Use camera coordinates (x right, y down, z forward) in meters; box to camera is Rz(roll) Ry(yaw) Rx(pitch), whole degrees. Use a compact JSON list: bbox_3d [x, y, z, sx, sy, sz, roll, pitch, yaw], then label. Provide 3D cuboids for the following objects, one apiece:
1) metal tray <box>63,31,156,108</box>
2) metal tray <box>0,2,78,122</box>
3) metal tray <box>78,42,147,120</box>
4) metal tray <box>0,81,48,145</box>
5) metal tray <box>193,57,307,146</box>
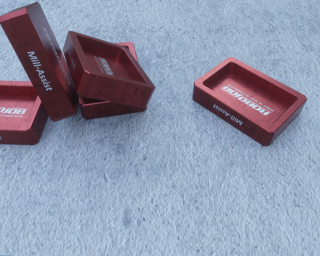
[{"bbox_3d":[-0.071,-0.079,0.407,0.091,0.030,0.130,9,31,-32],"label":"metal tray"},{"bbox_3d":[-0.142,-0.083,0.385,0.030,0.129,0.090,-20,29,-2],"label":"metal tray"},{"bbox_3d":[-0.075,-0.075,0.461,0.091,0.030,0.130,-9,51,-8],"label":"metal tray"},{"bbox_3d":[-0.221,-0.023,0.417,0.131,0.030,0.090,2,50,1],"label":"metal tray"},{"bbox_3d":[0.122,-0.042,0.435,0.130,0.030,0.091,37,59,27],"label":"metal tray"}]
